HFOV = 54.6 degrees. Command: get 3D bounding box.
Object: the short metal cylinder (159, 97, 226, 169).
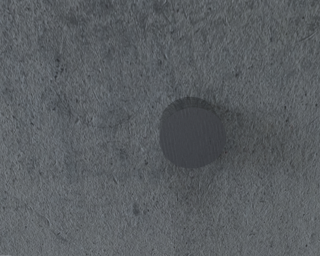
[{"bbox_3d":[0.040,0.005,0.398,0.080,0.050,0.079,0,110,0],"label":"short metal cylinder"}]
